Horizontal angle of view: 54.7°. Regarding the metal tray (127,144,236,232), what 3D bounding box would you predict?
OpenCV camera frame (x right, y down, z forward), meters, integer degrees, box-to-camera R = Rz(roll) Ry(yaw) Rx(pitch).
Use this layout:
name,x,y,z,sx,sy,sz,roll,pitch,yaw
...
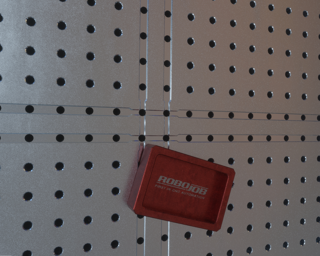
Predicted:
name,x,y,z,sx,sy,sz,roll,pitch,yaw
metal tray,0.032,0.082,0.422,0.131,0.030,0.090,18,84,-20
